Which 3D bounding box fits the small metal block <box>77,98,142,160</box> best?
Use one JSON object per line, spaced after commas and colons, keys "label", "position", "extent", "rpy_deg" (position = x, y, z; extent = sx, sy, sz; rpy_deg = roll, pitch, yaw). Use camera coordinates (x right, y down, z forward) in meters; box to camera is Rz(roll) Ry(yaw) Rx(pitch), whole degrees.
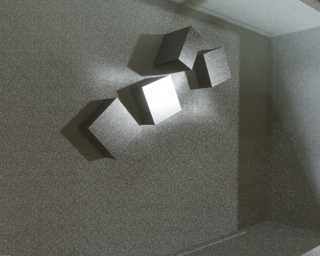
{"label": "small metal block", "position": [-0.057, 0.001, 0.360], "extent": [0.050, 0.025, 0.050], "rpy_deg": [-52, 121, -27]}

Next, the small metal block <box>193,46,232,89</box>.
{"label": "small metal block", "position": [0.080, -0.093, 0.476], "extent": [0.050, 0.025, 0.050], "rpy_deg": [-29, 108, -37]}

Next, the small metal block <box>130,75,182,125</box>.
{"label": "small metal block", "position": [-0.004, -0.037, 0.405], "extent": [0.050, 0.025, 0.050], "rpy_deg": [-30, 109, -36]}

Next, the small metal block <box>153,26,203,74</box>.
{"label": "small metal block", "position": [0.023, -0.102, 0.412], "extent": [0.025, 0.050, 0.050], "rpy_deg": [31, 71, -36]}
